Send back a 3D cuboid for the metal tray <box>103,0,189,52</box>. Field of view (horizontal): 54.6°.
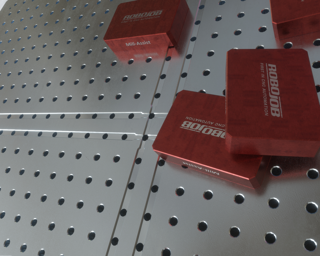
[{"bbox_3d":[-0.025,-0.179,0.529,0.130,0.030,0.090,3,63,29],"label":"metal tray"}]

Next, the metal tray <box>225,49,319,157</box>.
[{"bbox_3d":[0.118,-0.033,0.337,0.090,0.030,0.130,2,53,9],"label":"metal tray"}]

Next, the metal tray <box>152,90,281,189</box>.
[{"bbox_3d":[0.065,0.008,0.367,0.130,0.030,0.090,14,69,34],"label":"metal tray"}]

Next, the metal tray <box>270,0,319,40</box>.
[{"bbox_3d":[0.195,-0.186,0.417,0.090,0.030,0.130,-8,58,24],"label":"metal tray"}]
